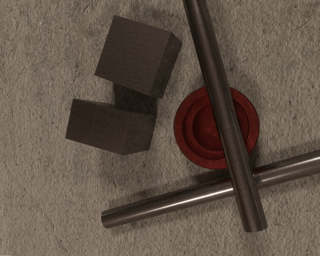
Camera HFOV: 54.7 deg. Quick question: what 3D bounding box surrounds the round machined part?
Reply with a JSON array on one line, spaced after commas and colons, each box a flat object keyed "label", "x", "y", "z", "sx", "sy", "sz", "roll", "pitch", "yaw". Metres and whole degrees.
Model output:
[{"label": "round machined part", "x": 0.069, "y": -0.001, "z": 0.375, "sx": 0.098, "sy": 0.042, "sz": 0.097, "roll": 0, "pitch": 90, "yaw": 19}]

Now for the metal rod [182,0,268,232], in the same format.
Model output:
[{"label": "metal rod", "x": 0.065, "y": -0.038, "z": 0.341, "sx": 0.025, "sy": 0.025, "sz": 0.298, "roll": -16, "pitch": 85, "yaw": 19}]

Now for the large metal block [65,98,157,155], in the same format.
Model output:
[{"label": "large metal block", "x": -0.060, "y": -0.003, "z": 0.400, "sx": 0.080, "sy": 0.080, "sz": 0.050, "roll": 14, "pitch": 95, "yaw": 19}]

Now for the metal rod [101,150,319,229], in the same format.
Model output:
[{"label": "metal rod", "x": 0.059, "y": 0.080, "z": 0.387, "sx": 0.300, "sy": 0.025, "sz": 0.025, "roll": -20, "pitch": 84, "yaw": 18}]

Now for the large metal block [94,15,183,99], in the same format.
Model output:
[{"label": "large metal block", "x": -0.027, "y": -0.091, "z": 0.404, "sx": 0.080, "sy": 0.050, "sz": 0.080, "roll": 22, "pitch": 97, "yaw": 18}]
